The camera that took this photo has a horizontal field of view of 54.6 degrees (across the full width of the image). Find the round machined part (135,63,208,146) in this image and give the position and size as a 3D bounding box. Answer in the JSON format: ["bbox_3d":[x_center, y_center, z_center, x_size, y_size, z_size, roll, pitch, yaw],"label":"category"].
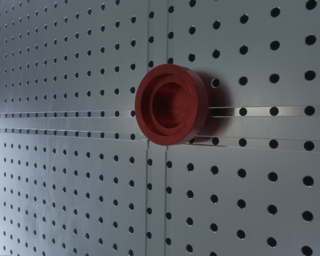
[{"bbox_3d":[0.018,-0.028,0.384,0.098,0.042,0.097,0,90,40],"label":"round machined part"}]
